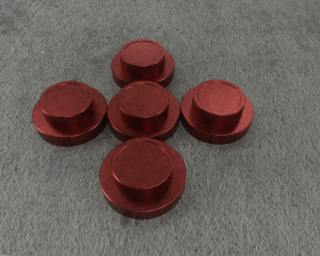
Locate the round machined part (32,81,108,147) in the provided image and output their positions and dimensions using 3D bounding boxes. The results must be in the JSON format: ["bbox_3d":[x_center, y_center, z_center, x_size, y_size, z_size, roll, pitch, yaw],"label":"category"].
[{"bbox_3d":[-0.120,-0.026,0.414,0.099,0.042,0.098,0,50,0],"label":"round machined part"}]

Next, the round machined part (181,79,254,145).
[{"bbox_3d":[0.077,-0.028,0.419,0.099,0.042,0.098,0,50,0],"label":"round machined part"}]

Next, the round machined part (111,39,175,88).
[{"bbox_3d":[-0.026,-0.101,0.478,0.099,0.042,0.098,0,50,0],"label":"round machined part"}]

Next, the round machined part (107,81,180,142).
[{"bbox_3d":[-0.022,-0.026,0.415,0.099,0.042,0.098,0,50,0],"label":"round machined part"}]

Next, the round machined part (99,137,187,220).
[{"bbox_3d":[-0.019,0.049,0.352,0.099,0.042,0.098,0,50,0],"label":"round machined part"}]
